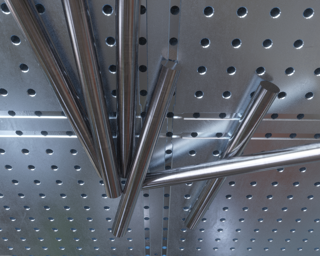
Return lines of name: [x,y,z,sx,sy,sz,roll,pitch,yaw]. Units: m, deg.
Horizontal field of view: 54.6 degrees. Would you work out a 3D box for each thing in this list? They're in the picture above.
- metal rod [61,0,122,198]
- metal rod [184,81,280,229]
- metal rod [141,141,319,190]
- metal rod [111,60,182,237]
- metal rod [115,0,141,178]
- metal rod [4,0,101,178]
metal rod: [-0.076,-0.026,0.373,0.025,0.025,0.298,-3,126,2]
metal rod: [0.094,0.061,0.463,0.025,0.025,0.298,11,129,-10]
metal rod: [0.093,0.054,0.425,0.300,0.025,0.025,-14,130,24]
metal rod: [-0.027,0.049,0.430,0.025,0.025,0.298,12,122,-10]
metal rod: [-0.040,-0.047,0.371,0.025,0.025,0.298,4,130,-3]
metal rod: [-0.115,-0.045,0.372,0.025,0.025,0.299,-10,130,8]
